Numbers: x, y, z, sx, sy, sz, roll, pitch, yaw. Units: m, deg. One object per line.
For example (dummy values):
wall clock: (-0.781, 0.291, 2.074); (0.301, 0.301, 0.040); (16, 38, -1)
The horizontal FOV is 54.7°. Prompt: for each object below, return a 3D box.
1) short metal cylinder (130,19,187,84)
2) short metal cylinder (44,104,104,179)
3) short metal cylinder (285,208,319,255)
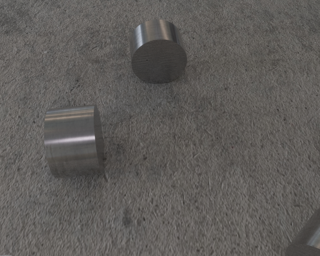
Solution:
short metal cylinder: (-0.003, -0.112, 0.462); (0.081, 0.080, 0.050); (-5, 50, -4)
short metal cylinder: (-0.095, 0.015, 0.354); (0.050, 0.080, 0.080); (-6, 50, -5)
short metal cylinder: (0.161, 0.116, 0.271); (0.050, 0.080, 0.080); (-37, 59, -26)
